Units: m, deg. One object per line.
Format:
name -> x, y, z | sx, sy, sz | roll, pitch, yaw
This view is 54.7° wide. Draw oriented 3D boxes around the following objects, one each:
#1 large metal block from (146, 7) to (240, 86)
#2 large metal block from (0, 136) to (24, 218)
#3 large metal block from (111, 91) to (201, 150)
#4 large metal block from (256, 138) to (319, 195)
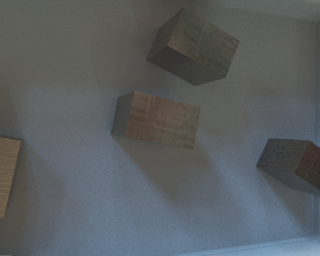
large metal block -> 0.039, -0.098, 0.395 | 0.080, 0.080, 0.050 | 25, 82, -19
large metal block -> -0.196, 0.044, 0.325 | 0.081, 0.050, 0.080 | 12, 86, -20
large metal block -> -0.008, -0.008, 0.378 | 0.081, 0.080, 0.050 | 12, 86, -20
large metal block -> 0.206, 0.058, 0.457 | 0.080, 0.080, 0.050 | 31, 80, -18
